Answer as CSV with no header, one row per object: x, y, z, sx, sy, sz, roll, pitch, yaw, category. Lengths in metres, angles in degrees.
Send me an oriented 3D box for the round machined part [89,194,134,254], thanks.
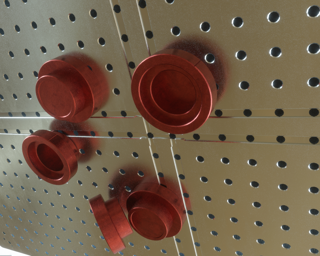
-0.078,0.153,0.515,0.098,0.042,0.098,58,166,25,round machined part

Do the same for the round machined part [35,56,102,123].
-0.136,-0.050,0.442,0.098,0.042,0.097,13,124,21,round machined part

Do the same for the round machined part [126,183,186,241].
-0.011,0.139,0.493,0.098,0.042,0.097,13,124,21,round machined part

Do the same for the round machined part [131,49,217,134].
0.019,-0.045,0.363,0.098,0.042,0.097,13,124,21,round machined part

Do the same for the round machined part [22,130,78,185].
-0.179,0.045,0.523,0.098,0.042,0.097,13,124,21,round machined part
